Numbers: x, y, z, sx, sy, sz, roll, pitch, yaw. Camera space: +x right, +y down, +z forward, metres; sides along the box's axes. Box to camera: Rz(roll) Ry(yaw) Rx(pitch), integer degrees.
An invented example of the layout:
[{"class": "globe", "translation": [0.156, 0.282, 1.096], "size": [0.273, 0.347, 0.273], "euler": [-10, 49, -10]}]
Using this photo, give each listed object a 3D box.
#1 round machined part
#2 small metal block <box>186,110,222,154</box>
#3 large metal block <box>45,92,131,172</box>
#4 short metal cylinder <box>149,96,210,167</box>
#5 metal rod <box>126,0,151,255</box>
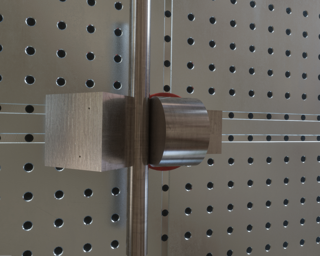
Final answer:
[{"class": "round machined part", "translation": [0.000, 0.004, 0.403], "size": [0.099, 0.042, 0.097], "euler": [0, 90, -21]}, {"class": "small metal block", "translation": [0.051, 0.004, 0.374], "size": [0.025, 0.050, 0.050], "euler": [1, 90, -20]}, {"class": "large metal block", "translation": [-0.081, 0.003, 0.348], "size": [0.050, 0.080, 0.079], "euler": [1, 90, -62]}, {"class": "short metal cylinder", "translation": [0.016, 0.004, 0.358], "size": [0.050, 0.080, 0.079], "euler": [1, 90, -20]}, {"class": "metal rod", "translation": [-0.025, -0.003, 0.360], "size": [0.025, 0.025, 0.298], "euler": [1, 90, -20]}]
